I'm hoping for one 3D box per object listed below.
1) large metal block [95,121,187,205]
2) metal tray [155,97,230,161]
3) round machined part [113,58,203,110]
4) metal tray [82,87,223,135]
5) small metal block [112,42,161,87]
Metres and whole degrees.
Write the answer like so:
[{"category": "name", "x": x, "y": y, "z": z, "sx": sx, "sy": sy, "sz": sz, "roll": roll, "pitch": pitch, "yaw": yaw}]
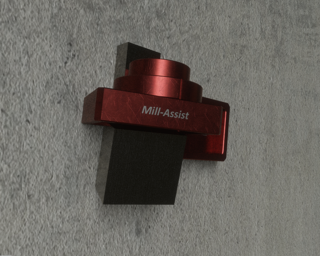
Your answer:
[{"category": "large metal block", "x": -0.023, "y": 0.038, "z": 0.348, "sx": 0.081, "sy": 0.050, "sz": 0.079, "roll": 6, "pitch": 99, "yaw": -22}, {"category": "metal tray", "x": 0.046, "y": 0.000, "z": 0.444, "sx": 0.131, "sy": 0.030, "sz": 0.089, "roll": 8, "pitch": 85, "yaw": -40}, {"category": "round machined part", "x": -0.002, "y": -0.048, "z": 0.345, "sx": 0.099, "sy": 0.098, "sz": 0.042, "roll": 8, "pitch": 85, "yaw": -40}, {"category": "metal tray", "x": -0.011, "y": -0.014, "z": 0.334, "sx": 0.131, "sy": 0.090, "sz": 0.030, "roll": 7, "pitch": 86, "yaw": -22}, {"category": "small metal block", "x": -0.028, "y": -0.073, "z": 0.385, "sx": 0.050, "sy": 0.025, "sz": 0.050, "roll": 8, "pitch": 85, "yaw": -40}]
